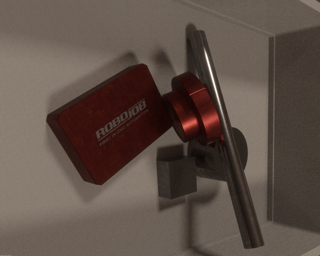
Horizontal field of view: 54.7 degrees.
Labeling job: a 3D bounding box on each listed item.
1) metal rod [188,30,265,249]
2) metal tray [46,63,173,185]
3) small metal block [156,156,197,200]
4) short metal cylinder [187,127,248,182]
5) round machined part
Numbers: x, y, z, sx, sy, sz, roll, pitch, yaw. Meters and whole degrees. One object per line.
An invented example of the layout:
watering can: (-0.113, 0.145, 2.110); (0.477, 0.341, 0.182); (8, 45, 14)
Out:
metal rod: (0.085, 0.004, 0.418); (0.025, 0.025, 0.299); (0, 71, -40)
metal tray: (-0.051, -0.008, 0.362); (0.131, 0.030, 0.090); (-39, 114, -33)
small metal block: (0.024, 0.067, 0.429); (0.050, 0.025, 0.050); (-6, 94, -40)
short metal cylinder: (0.088, 0.038, 0.467); (0.081, 0.050, 0.079); (0, 90, -40)
round machined part: (0.036, -0.020, 0.400); (0.042, 0.098, 0.098); (-25, 109, -7)
